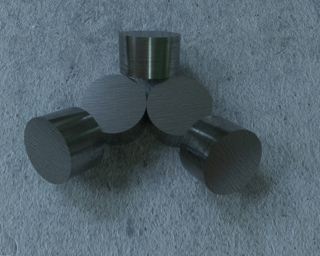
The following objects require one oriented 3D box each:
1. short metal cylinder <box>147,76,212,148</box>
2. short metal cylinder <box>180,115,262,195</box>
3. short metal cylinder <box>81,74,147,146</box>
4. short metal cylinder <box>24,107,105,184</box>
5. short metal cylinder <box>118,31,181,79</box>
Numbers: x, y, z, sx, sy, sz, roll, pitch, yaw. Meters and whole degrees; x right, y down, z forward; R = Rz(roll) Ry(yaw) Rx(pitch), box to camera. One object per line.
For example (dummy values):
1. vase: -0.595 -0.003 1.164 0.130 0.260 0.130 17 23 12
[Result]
1. short metal cylinder: 0.024 -0.020 0.403 0.081 0.050 0.080 0 70 0
2. short metal cylinder: 0.071 0.031 0.363 0.080 0.080 0.050 -35 32 -12
3. short metal cylinder: -0.057 -0.023 0.403 0.081 0.050 0.080 0 70 0
4. short metal cylinder: -0.113 0.019 0.365 0.080 0.080 0.050 45 36 14
5. short metal cylinder: -0.014 -0.099 0.410 0.080 0.080 0.050 2 113 0
